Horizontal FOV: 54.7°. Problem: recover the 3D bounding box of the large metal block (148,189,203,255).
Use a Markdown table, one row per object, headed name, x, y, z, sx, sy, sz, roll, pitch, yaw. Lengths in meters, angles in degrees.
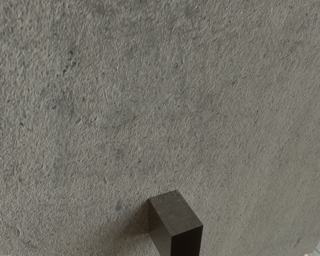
| name | x | y | z | sx | sy | sz | roll | pitch | yaw |
| --- | --- | --- | --- | --- | --- | --- | --- | --- | --- |
| large metal block | 0.021 | 0.157 | 0.479 | 0.050 | 0.080 | 0.079 | -12 | 124 | -22 |
